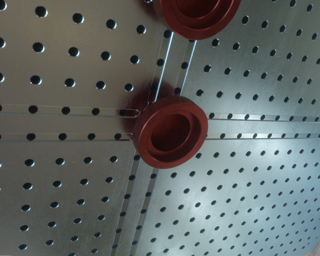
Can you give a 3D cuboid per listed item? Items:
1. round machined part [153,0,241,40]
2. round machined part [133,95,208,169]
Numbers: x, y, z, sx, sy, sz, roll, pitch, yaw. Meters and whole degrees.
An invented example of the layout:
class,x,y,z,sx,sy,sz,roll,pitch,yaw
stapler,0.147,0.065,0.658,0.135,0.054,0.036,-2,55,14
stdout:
class,x,y,z,sx,sy,sz,roll,pitch,yaw
round machined part,0.036,-0.147,0.328,0.099,0.042,0.097,-14,124,-21
round machined part,0.010,0.002,0.406,0.099,0.042,0.097,-14,124,-21
